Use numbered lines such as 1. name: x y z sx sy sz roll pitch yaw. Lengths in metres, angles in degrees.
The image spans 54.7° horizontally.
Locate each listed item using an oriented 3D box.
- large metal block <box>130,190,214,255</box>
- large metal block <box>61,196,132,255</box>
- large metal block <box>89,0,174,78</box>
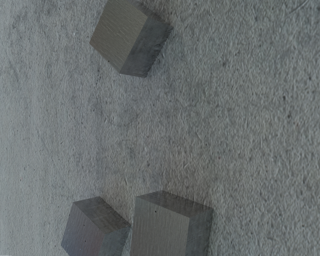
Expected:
1. large metal block: 0.013 0.129 0.378 0.080 0.050 0.079 11 97 39
2. large metal block: -0.099 0.163 0.471 0.080 0.050 0.079 30 109 36
3. large metal block: -0.041 -0.126 0.423 0.080 0.050 0.080 47 118 30
